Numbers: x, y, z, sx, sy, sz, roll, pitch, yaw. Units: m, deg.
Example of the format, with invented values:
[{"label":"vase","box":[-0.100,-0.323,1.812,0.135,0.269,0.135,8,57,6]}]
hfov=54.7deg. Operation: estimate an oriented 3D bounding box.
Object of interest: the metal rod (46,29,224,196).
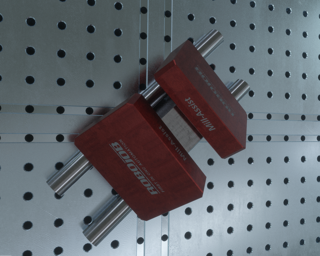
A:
[{"label":"metal rod","box":[-0.022,-0.029,0.406,0.301,0.025,0.025,-44,104,-15]}]

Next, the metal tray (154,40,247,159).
[{"label":"metal tray","box":[0.055,-0.037,0.376,0.130,0.030,0.090,49,31,-14]}]

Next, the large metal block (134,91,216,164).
[{"label":"large metal block","box":[0.014,-0.002,0.389,0.080,0.080,0.050,-44,104,-15]}]

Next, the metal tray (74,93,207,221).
[{"label":"metal tray","box":[-0.021,0.037,0.348,0.090,0.030,0.130,-31,105,27]}]

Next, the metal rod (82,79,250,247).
[{"label":"metal rod","box":[0.018,0.037,0.421,0.301,0.025,0.025,-44,104,-15]}]
